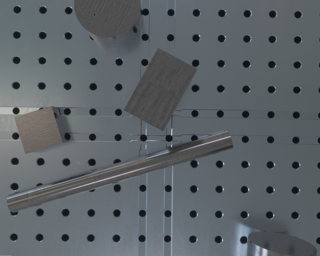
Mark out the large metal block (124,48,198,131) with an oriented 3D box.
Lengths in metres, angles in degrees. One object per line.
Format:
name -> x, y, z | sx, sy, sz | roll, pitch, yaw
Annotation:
large metal block -> 0.001, -0.043, 0.386 | 0.050, 0.080, 0.080 | 29, 90, 0

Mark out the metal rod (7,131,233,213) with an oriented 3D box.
metal rod -> -0.052, 0.058, 0.412 | 0.302, 0.025, 0.025 | -16, 90, 0

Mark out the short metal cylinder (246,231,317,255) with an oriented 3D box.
short metal cylinder -> 0.150, 0.168, 0.387 | 0.081, 0.080, 0.050 | 5, 90, 0

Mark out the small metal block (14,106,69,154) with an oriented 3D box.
small metal block -> -0.157, 0.002, 0.412 | 0.050, 0.025, 0.050 | -17, 90, 0

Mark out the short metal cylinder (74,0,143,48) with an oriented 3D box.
short metal cylinder -> -0.064, -0.150, 0.400 | 0.081, 0.050, 0.079 | 0, 90, 0
